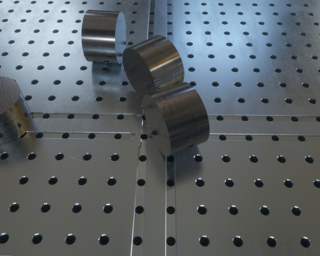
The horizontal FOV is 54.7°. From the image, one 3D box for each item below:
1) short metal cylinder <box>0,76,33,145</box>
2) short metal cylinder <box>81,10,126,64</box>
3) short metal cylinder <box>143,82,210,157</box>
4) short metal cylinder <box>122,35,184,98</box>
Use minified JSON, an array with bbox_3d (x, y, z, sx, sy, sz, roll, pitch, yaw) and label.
[{"bbox_3d":[-0.218,-0.023,0.409,0.081,0.050,0.080,0,50,0],"label":"short metal cylinder"},{"bbox_3d":[-0.087,-0.144,0.492,0.050,0.080,0.080,5,50,4],"label":"short metal cylinder"},{"bbox_3d":[0.018,-0.011,0.381,0.050,0.080,0.080,-20,53,-16],"label":"short metal cylinder"},{"bbox_3d":[-0.010,-0.085,0.444,0.050,0.080,0.080,-31,57,-23],"label":"short metal cylinder"}]
